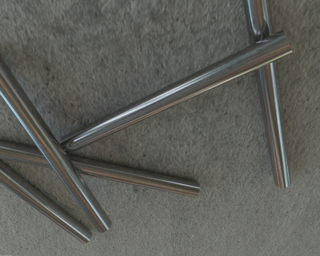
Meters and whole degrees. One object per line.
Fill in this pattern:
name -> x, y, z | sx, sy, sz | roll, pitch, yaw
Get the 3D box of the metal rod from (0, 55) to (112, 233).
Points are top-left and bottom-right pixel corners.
metal rod -> -0.139, 0.034, 0.407 | 0.025, 0.025, 0.299 | -16, 121, 13

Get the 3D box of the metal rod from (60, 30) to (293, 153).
metal rod -> -0.001, -0.031, 0.362 | 0.300, 0.025, 0.025 | -23, 127, 25

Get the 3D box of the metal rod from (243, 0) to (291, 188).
metal rod -> 0.141, -0.024, 0.388 | 0.025, 0.025, 0.299 | -15, 129, 12

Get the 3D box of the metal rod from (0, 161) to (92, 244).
metal rod -> -0.208, 0.105, 0.493 | 0.025, 0.025, 0.300 | -23, 127, 18

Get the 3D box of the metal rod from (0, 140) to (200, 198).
metal rod -> -0.085, 0.063, 0.459 | 0.302, 0.025, 0.025 | 14, 129, -12
